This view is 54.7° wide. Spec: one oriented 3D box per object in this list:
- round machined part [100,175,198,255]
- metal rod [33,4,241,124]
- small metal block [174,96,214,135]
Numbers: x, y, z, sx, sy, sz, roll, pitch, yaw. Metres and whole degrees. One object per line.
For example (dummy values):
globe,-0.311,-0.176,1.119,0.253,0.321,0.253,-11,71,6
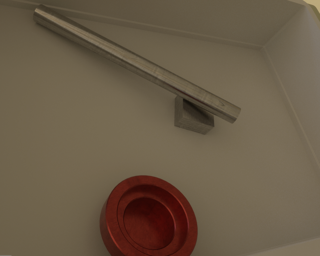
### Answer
round machined part,-0.014,0.101,0.318,0.099,0.042,0.098,18,43,-17
metal rod,-0.028,-0.085,0.422,0.301,0.025,0.025,27,52,-4
small metal block,0.049,-0.023,0.448,0.050,0.025,0.050,16,55,-20
